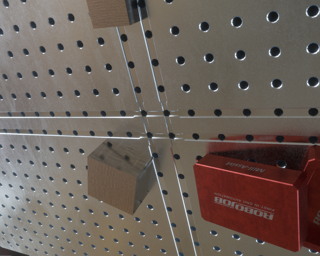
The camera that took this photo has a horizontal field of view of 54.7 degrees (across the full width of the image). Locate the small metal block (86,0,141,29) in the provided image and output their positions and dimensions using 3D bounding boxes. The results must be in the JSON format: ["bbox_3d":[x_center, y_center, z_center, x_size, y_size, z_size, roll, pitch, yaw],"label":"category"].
[{"bbox_3d":[-0.055,-0.143,0.352,0.050,0.025,0.050,4,120,26],"label":"small metal block"}]

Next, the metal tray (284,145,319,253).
[{"bbox_3d":[0.198,0.090,0.358,0.090,0.030,0.129,18,126,17],"label":"metal tray"}]

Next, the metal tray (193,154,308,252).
[{"bbox_3d":[0.108,0.087,0.380,0.130,0.030,0.089,8,118,40],"label":"metal tray"}]

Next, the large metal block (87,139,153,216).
[{"bbox_3d":[-0.062,0.074,0.474,0.080,0.050,0.079,20,126,16],"label":"large metal block"}]
